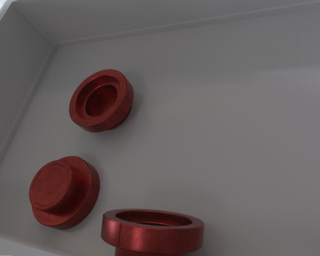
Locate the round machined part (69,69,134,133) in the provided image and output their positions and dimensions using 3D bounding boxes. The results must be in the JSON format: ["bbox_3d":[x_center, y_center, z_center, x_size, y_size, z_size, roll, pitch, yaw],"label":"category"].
[{"bbox_3d":[-0.082,-0.036,0.460,0.098,0.042,0.098,-13,56,21],"label":"round machined part"}]

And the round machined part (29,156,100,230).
[{"bbox_3d":[-0.134,0.082,0.415,0.098,0.042,0.098,-13,56,21],"label":"round machined part"}]

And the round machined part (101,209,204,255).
[{"bbox_3d":[-0.008,0.108,0.301,0.098,0.098,0.042,2,83,29],"label":"round machined part"}]
